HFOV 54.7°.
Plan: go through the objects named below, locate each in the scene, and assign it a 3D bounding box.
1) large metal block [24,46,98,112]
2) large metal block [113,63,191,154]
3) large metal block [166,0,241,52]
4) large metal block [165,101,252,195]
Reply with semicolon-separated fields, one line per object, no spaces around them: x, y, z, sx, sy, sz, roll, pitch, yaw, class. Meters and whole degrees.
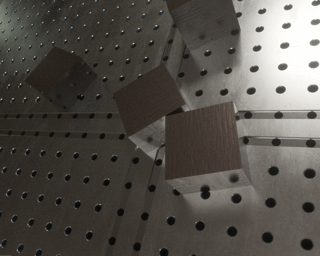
-0.170;-0.086;0.531;0.080;0.050;0.080;27;76;37;large metal block
-0.007;-0.026;0.410;0.080;0.050;0.080;-30;52;8;large metal block
0.061;-0.169;0.443;0.080;0.080;0.050;-21;54;15;large metal block
0.053;0.024;0.349;0.080;0.050;0.080;-12;57;21;large metal block
